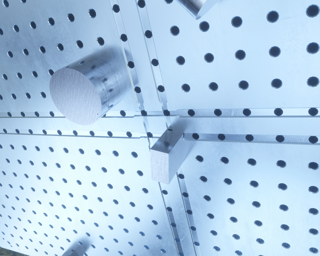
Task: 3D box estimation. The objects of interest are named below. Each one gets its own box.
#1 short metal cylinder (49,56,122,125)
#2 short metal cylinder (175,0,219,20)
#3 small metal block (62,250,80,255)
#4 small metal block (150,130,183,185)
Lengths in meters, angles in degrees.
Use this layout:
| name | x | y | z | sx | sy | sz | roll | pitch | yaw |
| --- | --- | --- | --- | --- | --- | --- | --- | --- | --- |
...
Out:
| name | x | y | z | sx | sy | sz | roll | pitch | yaw |
| --- | --- | --- | --- | --- | --- | --- | --- | --- | --- |
| short metal cylinder | -0.099 | -0.050 | 0.416 | 0.080 | 0.050 | 0.079 | 13 | 124 | 21 |
| short metal cylinder | 0.040 | -0.142 | 0.266 | 0.050 | 0.080 | 0.080 | 43 | 129 | -2 |
| small metal block | -0.213 | 0.308 | 0.698 | 0.050 | 0.050 | 0.025 | -31 | 101 | 38 |
| small metal block | 0.010 | 0.038 | 0.413 | 0.025 | 0.050 | 0.050 | 13 | 124 | 21 |
